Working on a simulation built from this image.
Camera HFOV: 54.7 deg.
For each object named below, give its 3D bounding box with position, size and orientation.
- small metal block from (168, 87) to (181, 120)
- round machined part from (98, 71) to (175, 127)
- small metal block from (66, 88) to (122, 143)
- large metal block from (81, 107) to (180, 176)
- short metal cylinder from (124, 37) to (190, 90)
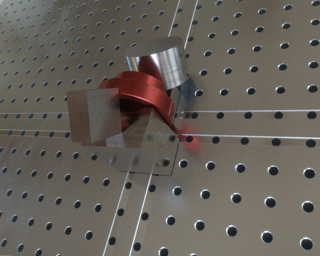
[{"bbox_3d":[-0.004,-0.034,0.429,0.050,0.025,0.050,1,62,28],"label":"small metal block"},{"bbox_3d":[-0.029,-0.034,0.382,0.098,0.098,0.042,1,62,28],"label":"round machined part"},{"bbox_3d":[-0.066,-0.015,0.318,0.025,0.050,0.050,2,101,28],"label":"small metal block"},{"bbox_3d":[-0.033,0.017,0.377,0.080,0.080,0.050,1,62,28],"label":"large metal block"},{"bbox_3d":[-0.003,-0.088,0.425,0.080,0.050,0.080,-12,28,7],"label":"short metal cylinder"}]
